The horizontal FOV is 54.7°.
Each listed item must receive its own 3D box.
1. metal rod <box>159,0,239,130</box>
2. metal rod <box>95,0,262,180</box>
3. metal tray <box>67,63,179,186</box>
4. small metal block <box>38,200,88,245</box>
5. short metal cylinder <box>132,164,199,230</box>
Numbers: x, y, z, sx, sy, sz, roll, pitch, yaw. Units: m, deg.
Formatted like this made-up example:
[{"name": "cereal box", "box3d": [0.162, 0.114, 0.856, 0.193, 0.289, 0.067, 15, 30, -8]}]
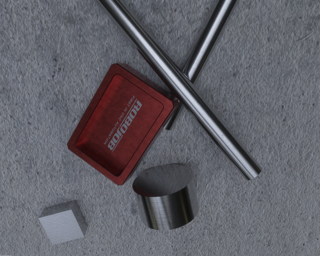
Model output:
[{"name": "metal rod", "box3d": [0.069, -0.130, 0.362, 0.025, 0.025, 0.298, 24, 108, -9]}, {"name": "metal rod", "box3d": [0.018, -0.057, 0.364, 0.025, 0.025, 0.300, -39, 97, 13]}, {"name": "metal tray", "box3d": [-0.048, -0.004, 0.390, 0.090, 0.030, 0.129, 35, 107, 6]}, {"name": "small metal block", "box3d": [-0.142, 0.140, 0.459, 0.050, 0.025, 0.050, -16, 110, 5]}, {"name": "short metal cylinder", "box3d": [0.008, 0.090, 0.414, 0.080, 0.080, 0.050, -11, 110, 4]}]
